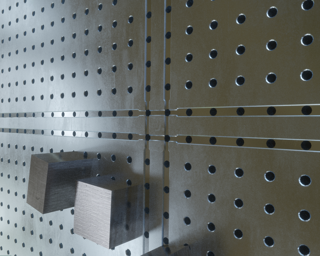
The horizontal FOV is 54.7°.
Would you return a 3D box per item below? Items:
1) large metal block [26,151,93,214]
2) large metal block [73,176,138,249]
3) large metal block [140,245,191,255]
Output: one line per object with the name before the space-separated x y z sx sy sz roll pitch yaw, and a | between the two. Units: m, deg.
large metal block | -0.163 0.085 0.505 0.050 0.081 0.079 15 99 39
large metal block | -0.081 0.120 0.458 0.080 0.050 0.079 5 93 39
large metal block | 0.001 0.194 0.371 0.050 0.081 0.080 -21 77 38
